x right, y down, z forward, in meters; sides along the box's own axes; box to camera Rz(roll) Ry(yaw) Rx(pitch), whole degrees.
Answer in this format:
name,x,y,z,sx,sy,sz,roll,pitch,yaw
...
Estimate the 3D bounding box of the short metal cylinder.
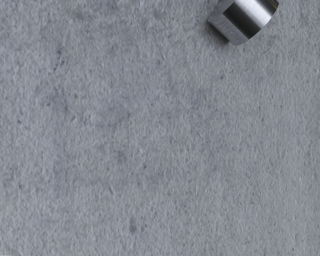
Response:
name,x,y,z,sx,sy,sz,roll,pitch,yaw
short metal cylinder,0.112,-0.160,0.422,0.050,0.080,0.080,38,78,-17
